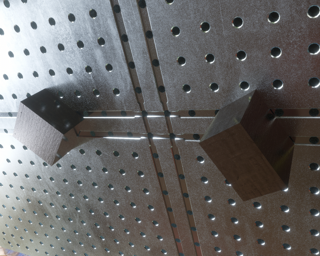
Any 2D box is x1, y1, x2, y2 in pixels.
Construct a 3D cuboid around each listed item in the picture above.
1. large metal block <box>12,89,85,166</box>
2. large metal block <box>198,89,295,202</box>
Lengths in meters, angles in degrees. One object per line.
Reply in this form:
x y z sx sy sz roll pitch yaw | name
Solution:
-0.177 -0.001 0.489 0.080 0.050 0.080 37 129 3 | large metal block
0.097 0.017 0.335 0.050 0.080 0.080 -31 101 38 | large metal block
